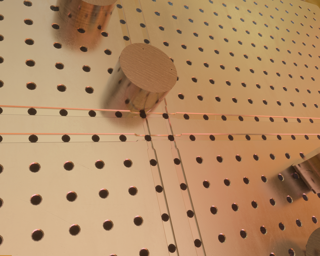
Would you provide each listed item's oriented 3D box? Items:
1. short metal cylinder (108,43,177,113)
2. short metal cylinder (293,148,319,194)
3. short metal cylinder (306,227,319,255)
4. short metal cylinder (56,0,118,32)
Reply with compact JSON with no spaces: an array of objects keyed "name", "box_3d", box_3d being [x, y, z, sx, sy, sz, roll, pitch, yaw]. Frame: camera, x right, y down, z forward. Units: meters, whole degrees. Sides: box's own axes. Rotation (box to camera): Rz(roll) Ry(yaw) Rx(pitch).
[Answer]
[{"name":"short metal cylinder","box_3d":[-0.024,-0.068,0.420,0.081,0.050,0.080,13,56,-21]},{"name":"short metal cylinder","box_3d":[0.254,0.058,0.474,0.081,0.080,0.050,-23,74,-36]},{"name":"short metal cylinder","box_3d":[0.239,0.169,0.398,0.050,0.080,0.080,11,57,-22]},{"name":"short metal cylinder","box_3d":[-0.105,-0.188,0.450,0.081,0.050,0.080,14,56,-21]}]
